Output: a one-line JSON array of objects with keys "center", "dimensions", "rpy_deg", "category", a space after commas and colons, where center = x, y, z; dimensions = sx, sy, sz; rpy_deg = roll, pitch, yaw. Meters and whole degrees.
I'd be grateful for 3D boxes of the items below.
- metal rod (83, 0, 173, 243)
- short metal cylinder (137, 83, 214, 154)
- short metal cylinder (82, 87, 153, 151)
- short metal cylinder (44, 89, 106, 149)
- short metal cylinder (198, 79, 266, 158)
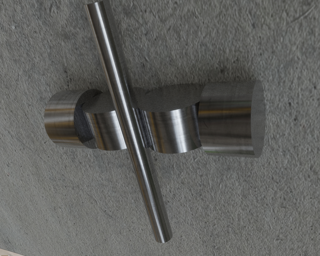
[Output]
[{"center": [-0.027, 0.014, 0.352], "dimensions": [0.025, 0.025, 0.298], "rpy_deg": [1, 119, 28], "category": "metal rod"}, {"center": [0.019, -0.013, 0.354], "dimensions": [0.080, 0.080, 0.050], "rpy_deg": [1, 119, 28], "category": "short metal cylinder"}, {"center": [-0.051, -0.014, 0.391], "dimensions": [0.080, 0.080, 0.050], "rpy_deg": [1, 119, 28], "category": "short metal cylinder"}, {"center": [-0.108, -0.012, 0.422], "dimensions": [0.050, 0.080, 0.080], "rpy_deg": [1, 119, 28], "category": "short metal cylinder"}, {"center": [0.078, -0.010, 0.326], "dimensions": [0.050, 0.080, 0.080], "rpy_deg": [1, 119, 28], "category": "short metal cylinder"}]
